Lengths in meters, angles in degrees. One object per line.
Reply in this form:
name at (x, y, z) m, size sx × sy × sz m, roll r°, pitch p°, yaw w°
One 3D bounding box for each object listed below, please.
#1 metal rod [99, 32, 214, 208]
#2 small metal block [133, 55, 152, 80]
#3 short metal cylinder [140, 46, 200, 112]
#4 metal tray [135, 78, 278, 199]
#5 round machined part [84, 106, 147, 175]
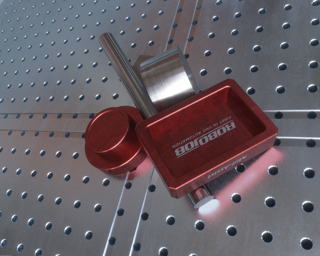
metal rod at (-0.019, -0.030, 0.413) m, size 0.025 × 0.025 × 0.299 m, roll -34°, pitch 59°, yaw 5°
small metal block at (-0.016, -0.081, 0.465) m, size 0.050 × 0.025 × 0.050 m, roll 14°, pitch 69°, yaw 33°
short metal cylinder at (0.016, -0.058, 0.399) m, size 0.050 × 0.080 × 0.080 m, roll -23°, pitch 54°, yaw 14°
metal tray at (0.050, 0.008, 0.346) m, size 0.131 × 0.030 × 0.090 m, roll -27°, pitch 59°, yaw -9°
round machined part at (-0.062, 0.010, 0.421) m, size 0.098 × 0.042 × 0.098 m, roll -13°, pitch 56°, yaw 20°
